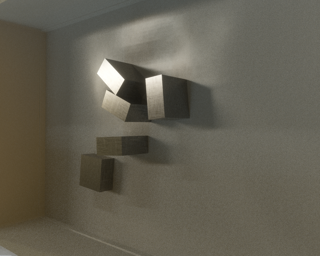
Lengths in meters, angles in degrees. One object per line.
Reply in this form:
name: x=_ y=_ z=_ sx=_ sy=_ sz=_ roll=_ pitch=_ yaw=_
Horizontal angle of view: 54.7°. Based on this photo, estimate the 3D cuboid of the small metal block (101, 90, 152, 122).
small metal block: x=-0.042 y=-0.030 z=0.423 sx=0.050 sy=0.050 sz=0.025 roll=31 pitch=109 yaw=35

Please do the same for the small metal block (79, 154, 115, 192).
small metal block: x=-0.100 y=0.069 z=0.486 sx=0.050 sy=0.025 sz=0.050 roll=7 pitch=95 yaw=39

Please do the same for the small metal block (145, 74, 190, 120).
small metal block: x=0.010 y=-0.036 z=0.380 sx=0.025 sy=0.050 sz=0.050 roll=-7 pitch=86 yaw=39

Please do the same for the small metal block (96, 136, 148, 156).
small metal block: x=-0.052 y=0.024 z=0.431 sx=0.050 sy=0.050 sz=0.025 roll=-3 pitch=88 yaw=39

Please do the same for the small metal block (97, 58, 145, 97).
small metal block: x=-0.050 y=-0.069 z=0.430 sx=0.050 sy=0.050 sz=0.025 roll=48 pitch=118 yaw=29
